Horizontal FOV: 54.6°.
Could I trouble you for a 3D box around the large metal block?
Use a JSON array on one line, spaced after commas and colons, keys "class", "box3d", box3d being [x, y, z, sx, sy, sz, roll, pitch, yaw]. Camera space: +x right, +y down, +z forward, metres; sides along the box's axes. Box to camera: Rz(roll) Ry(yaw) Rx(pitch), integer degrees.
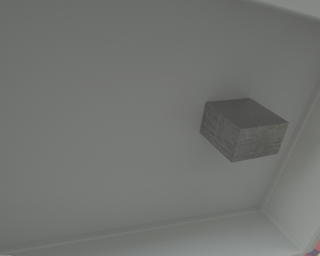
[{"class": "large metal block", "box3d": [0.115, 0.000, 0.434, 0.081, 0.080, 0.050, -7, 122, -25]}]
